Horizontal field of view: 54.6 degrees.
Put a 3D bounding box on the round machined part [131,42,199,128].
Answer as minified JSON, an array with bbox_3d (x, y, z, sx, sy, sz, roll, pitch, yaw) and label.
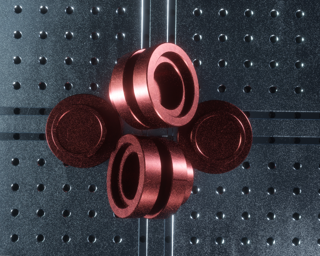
[{"bbox_3d":[0.002,-0.048,0.370,0.042,0.099,0.097,-6,90,40],"label":"round machined part"}]

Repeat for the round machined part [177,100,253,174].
[{"bbox_3d":[0.073,0.012,0.405,0.099,0.042,0.097,0,90,0],"label":"round machined part"}]

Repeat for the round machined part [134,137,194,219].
[{"bbox_3d":[0.005,0.063,0.386,0.042,0.098,0.098,10,90,-32],"label":"round machined part"}]

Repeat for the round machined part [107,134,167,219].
[{"bbox_3d":[-0.024,0.058,0.372,0.042,0.098,0.098,10,90,-32],"label":"round machined part"}]

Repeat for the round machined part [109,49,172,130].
[{"bbox_3d":[-0.025,-0.046,0.388,0.042,0.099,0.097,-6,90,40],"label":"round machined part"}]

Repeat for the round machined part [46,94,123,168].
[{"bbox_3d":[-0.100,0.004,0.404,0.099,0.042,0.097,0,90,0],"label":"round machined part"}]
